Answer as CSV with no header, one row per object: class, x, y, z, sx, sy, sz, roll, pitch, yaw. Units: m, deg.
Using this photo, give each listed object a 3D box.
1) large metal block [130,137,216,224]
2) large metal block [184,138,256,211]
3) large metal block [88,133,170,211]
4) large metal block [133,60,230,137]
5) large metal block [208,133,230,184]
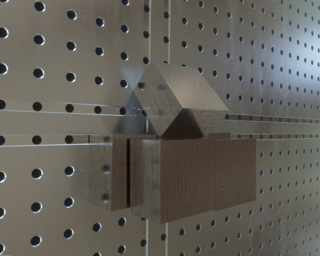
large metal block,0.015,0.051,0.339,0.081,0.050,0.079,0,90,-40
large metal block,0.077,0.053,0.392,0.081,0.050,0.079,0,90,-40
large metal block,-0.035,0.047,0.366,0.081,0.050,0.079,2,89,-40
large metal block,0.026,-0.034,0.390,0.081,0.050,0.080,0,48,-40
large metal block,0.055,0.047,0.441,0.081,0.050,0.079,-1,91,-40
